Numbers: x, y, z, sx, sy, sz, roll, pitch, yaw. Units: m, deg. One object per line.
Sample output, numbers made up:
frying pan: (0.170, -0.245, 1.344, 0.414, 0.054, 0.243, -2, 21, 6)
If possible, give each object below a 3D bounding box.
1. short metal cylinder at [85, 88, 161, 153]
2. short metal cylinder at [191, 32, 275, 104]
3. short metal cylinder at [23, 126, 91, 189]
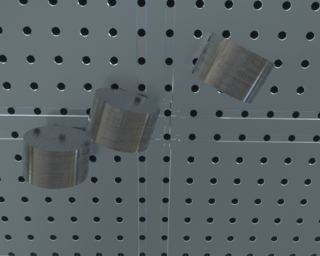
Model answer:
short metal cylinder: (-0.045, -0.011, 0.379, 0.080, 0.080, 0.050, 17, 109, -7)
short metal cylinder: (0.084, -0.070, 0.360, 0.080, 0.080, 0.050, 24, 108, -9)
short metal cylinder: (-0.131, 0.035, 0.395, 0.081, 0.080, 0.050, 9, 110, -4)
